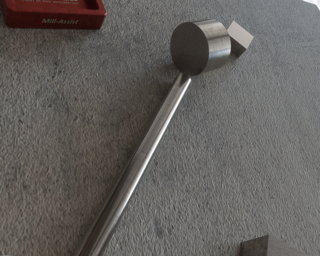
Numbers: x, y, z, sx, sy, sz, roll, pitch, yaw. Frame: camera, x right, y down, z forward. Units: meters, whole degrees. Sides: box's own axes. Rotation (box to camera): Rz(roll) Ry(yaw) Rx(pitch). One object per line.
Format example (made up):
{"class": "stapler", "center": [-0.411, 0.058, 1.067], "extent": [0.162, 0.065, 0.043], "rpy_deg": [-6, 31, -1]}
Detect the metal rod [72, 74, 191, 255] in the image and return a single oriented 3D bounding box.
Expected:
{"class": "metal rod", "center": [-0.021, 0.032, 0.374], "extent": [0.025, 0.025, 0.301], "rpy_deg": [34, 51, -7]}

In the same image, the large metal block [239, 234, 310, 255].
{"class": "large metal block", "center": [0.136, 0.181, 0.353], "extent": [0.080, 0.050, 0.080], "rpy_deg": [29, 52, -10]}

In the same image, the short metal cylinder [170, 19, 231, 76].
{"class": "short metal cylinder", "center": [0.062, -0.125, 0.480], "extent": [0.050, 0.080, 0.080], "rpy_deg": [-22, 74, -36]}

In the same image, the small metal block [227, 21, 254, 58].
{"class": "small metal block", "center": [0.144, -0.169, 0.587], "extent": [0.050, 0.025, 0.050], "rpy_deg": [37, 51, -4]}

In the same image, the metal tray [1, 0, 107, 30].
{"class": "metal tray", "center": [-0.151, -0.182, 0.431], "extent": [0.131, 0.030, 0.090], "rpy_deg": [-11, 67, -33]}
